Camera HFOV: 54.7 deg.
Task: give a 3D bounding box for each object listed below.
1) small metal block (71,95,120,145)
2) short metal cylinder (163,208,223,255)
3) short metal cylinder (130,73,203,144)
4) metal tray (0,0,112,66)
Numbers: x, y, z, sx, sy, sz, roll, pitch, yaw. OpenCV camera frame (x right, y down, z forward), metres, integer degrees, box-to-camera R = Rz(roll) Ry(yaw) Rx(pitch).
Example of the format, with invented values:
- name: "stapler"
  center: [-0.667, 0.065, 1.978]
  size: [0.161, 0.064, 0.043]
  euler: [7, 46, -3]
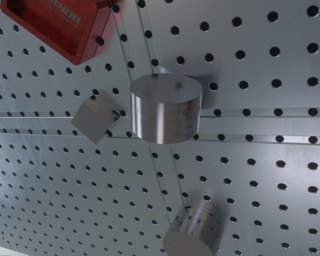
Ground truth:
- name: "small metal block"
  center: [-0.096, -0.012, 0.454]
  size: [0.050, 0.025, 0.050]
  euler: [42, 129, -1]
- name: "short metal cylinder"
  center: [0.051, 0.170, 0.474]
  size: [0.080, 0.050, 0.079]
  euler: [13, 124, 21]
- name: "short metal cylinder"
  center: [0.007, -0.025, 0.357]
  size: [0.080, 0.080, 0.050]
  euler: [14, 124, 20]
- name: "metal tray"
  center: [-0.132, -0.151, 0.383]
  size: [0.130, 0.030, 0.089]
  euler: [36, 129, 3]
